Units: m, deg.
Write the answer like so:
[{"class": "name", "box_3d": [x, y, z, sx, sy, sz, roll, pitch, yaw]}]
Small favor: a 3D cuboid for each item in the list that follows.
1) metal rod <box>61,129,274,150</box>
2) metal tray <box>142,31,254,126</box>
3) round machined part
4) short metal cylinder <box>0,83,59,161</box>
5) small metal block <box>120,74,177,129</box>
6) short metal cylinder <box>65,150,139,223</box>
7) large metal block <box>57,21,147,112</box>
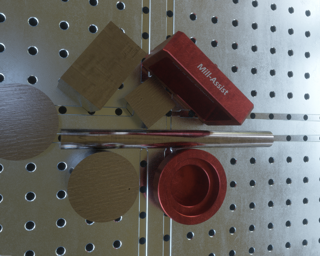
[{"class": "metal rod", "box_3d": [0.024, 0.015, 0.421, 0.302, 0.025, 0.025, 1, 90, -20]}, {"class": "metal tray", "box_3d": [0.045, -0.056, 0.394, 0.130, 0.090, 0.030, 42, 77, -15]}, {"class": "round machined part", "box_3d": [0.037, 0.076, 0.417, 0.099, 0.042, 0.097, 0, 90, -20]}, {"class": "short metal cylinder", "box_3d": [-0.155, -0.006, 0.341, 0.081, 0.050, 0.080, 0, 90, -20]}, {"class": "small metal block", "box_3d": [-0.016, -0.034, 0.407, 0.050, 0.025, 0.050, -41, 103, -15]}, {"class": "short metal cylinder", "box_3d": [-0.071, 0.066, 0.373, 0.081, 0.050, 0.080, 0, 90, -20]}, {"class": "large metal block", "box_3d": [-0.070, -0.066, 0.357, 0.050, 0.080, 0.080, 41, 77, -16]}]
